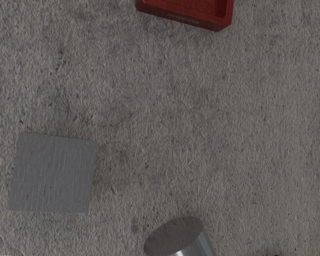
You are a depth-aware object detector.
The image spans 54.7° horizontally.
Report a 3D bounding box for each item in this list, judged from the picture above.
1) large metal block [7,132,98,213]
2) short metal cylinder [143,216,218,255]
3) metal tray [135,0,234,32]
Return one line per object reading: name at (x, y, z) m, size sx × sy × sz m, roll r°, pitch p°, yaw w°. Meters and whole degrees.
large metal block at (-0.120, 0.049, 0.352) m, size 0.081 × 0.050 × 0.080 m, roll 8°, pitch 87°, yaw -20°
short metal cylinder at (0.026, 0.156, 0.390) m, size 0.081 × 0.080 × 0.050 m, roll -27°, pitch 99°, yaw -18°
metal tray at (0.038, -0.191, 0.419) m, size 0.131 × 0.030 × 0.089 m, roll 8°, pitch 87°, yaw -20°
